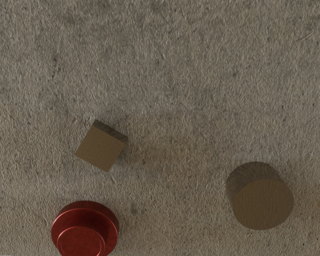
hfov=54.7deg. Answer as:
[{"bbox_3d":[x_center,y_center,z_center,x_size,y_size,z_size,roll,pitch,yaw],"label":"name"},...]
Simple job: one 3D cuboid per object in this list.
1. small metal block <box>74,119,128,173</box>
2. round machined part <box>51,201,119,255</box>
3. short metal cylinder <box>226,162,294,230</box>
[{"bbox_3d":[-0.079,0.024,0.418,0.050,0.025,0.050,31,107,-11],"label":"small metal block"},{"bbox_3d":[-0.112,0.161,0.459,0.099,0.042,0.097,0,110,-1],"label":"round machined part"},{"bbox_3d":[0.137,0.094,0.433,0.081,0.050,0.079,0,110,-1],"label":"short metal cylinder"}]
